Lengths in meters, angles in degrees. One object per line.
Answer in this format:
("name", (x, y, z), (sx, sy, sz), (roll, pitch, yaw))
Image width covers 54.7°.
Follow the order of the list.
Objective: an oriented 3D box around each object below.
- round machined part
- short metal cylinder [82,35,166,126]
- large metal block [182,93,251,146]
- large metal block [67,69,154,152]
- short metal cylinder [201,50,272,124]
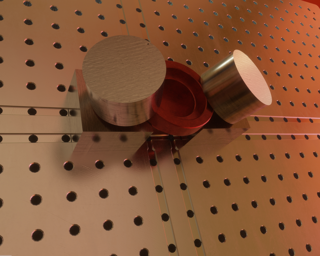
("round machined part", (0.014, -0.033, 0.387), (0.099, 0.042, 0.098), (14, 56, -21))
("short metal cylinder", (-0.036, -0.048, 0.321), (0.081, 0.050, 0.080), (2, 65, -4))
("large metal block", (0.070, -0.023, 0.443), (0.081, 0.050, 0.080), (-1, 62, -29))
("large metal block", (-0.062, -0.019, 0.370), (0.081, 0.050, 0.080), (1, 62, -28))
("short metal cylinder", (0.097, -0.052, 0.395), (0.080, 0.050, 0.080), (31, 42, -33))
